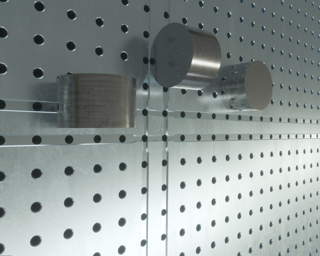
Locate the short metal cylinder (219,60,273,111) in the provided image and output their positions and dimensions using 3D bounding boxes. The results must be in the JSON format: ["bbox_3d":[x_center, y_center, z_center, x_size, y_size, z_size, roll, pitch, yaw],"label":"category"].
[{"bbox_3d":[0.143,-0.068,0.516,0.081,0.050,0.079,0,90,-40],"label":"short metal cylinder"}]

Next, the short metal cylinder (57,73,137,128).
[{"bbox_3d":[-0.065,-0.025,0.320,0.081,0.080,0.050,-1,91,-40],"label":"short metal cylinder"}]

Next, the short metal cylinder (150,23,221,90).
[{"bbox_3d":[0.032,-0.091,0.402,0.050,0.080,0.079,-1,91,-40],"label":"short metal cylinder"}]
